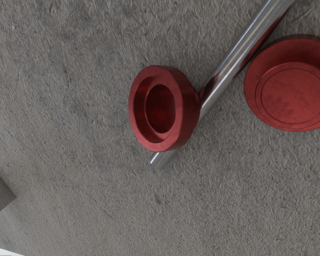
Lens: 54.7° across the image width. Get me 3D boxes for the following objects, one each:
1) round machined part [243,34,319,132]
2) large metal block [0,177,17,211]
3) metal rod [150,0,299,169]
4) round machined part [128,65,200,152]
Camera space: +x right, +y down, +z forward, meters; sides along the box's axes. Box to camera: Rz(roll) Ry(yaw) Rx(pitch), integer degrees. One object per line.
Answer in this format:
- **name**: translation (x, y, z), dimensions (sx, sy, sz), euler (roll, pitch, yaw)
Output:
- **round machined part**: translation (0.131, -0.038, 0.303), dimensions (0.098, 0.042, 0.097), euler (13, 124, 21)
- **large metal block**: translation (-0.373, 0.147, 0.658), dimensions (0.050, 0.080, 0.080), euler (-20, 108, 35)
- **metal rod**: translation (0.063, -0.048, 0.344), dimensions (0.025, 0.025, 0.298), euler (37, 129, 3)
- **round machined part**: translation (0.008, -0.023, 0.359), dimensions (0.098, 0.042, 0.097), euler (10, 103, 50)
